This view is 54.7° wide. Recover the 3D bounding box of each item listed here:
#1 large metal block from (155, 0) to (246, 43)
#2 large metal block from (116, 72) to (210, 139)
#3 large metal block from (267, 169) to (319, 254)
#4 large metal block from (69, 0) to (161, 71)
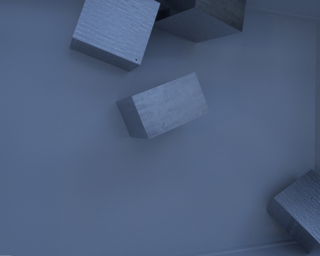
[{"bbox_3d":[0.049,-0.150,0.388,0.081,0.080,0.050,11,87,-37],"label":"large metal block"},{"bbox_3d":[0.000,-0.026,0.381,0.081,0.080,0.050,-24,98,-18],"label":"large metal block"},{"bbox_3d":[0.221,0.122,0.457,0.080,0.050,0.080,-30,56,-17],"label":"large metal block"},{"bbox_3d":[-0.056,-0.124,0.376,0.081,0.050,0.080,19,84,-19],"label":"large metal block"}]
